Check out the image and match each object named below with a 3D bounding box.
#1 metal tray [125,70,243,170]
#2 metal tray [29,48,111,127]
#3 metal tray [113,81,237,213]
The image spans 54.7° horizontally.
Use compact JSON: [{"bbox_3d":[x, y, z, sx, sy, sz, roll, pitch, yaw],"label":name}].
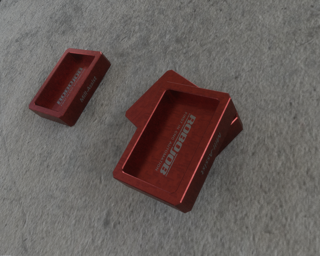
[{"bbox_3d":[0.026,-0.010,0.392,0.090,0.030,0.130,-45,51,-4],"label":"metal tray"},{"bbox_3d":[-0.151,-0.072,0.521,0.090,0.030,0.130,15,69,33],"label":"metal tray"},{"bbox_3d":[0.017,0.015,0.342,0.090,0.030,0.130,17,70,34],"label":"metal tray"}]
